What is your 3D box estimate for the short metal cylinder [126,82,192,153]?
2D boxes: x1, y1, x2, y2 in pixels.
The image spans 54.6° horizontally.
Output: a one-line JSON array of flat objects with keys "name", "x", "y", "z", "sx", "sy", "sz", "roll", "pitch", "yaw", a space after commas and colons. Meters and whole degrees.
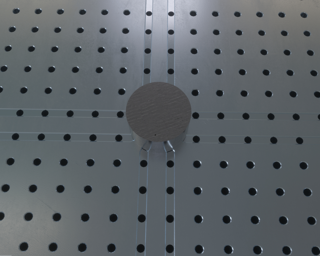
[{"name": "short metal cylinder", "x": -0.002, "y": -0.013, "z": 0.403, "sx": 0.080, "sy": 0.050, "sz": 0.080, "roll": 0, "pitch": 70, "yaw": 0}]
